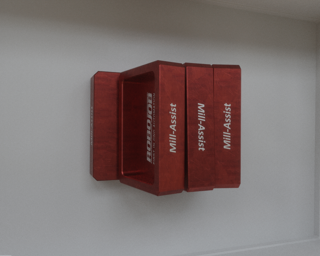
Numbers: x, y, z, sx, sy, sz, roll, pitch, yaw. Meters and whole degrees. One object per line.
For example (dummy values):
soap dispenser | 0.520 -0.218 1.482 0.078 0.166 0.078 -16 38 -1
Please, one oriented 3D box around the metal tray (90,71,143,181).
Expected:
metal tray | -0.040 -0.002 0.390 0.091 0.030 0.129 1 90 -20

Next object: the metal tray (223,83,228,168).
metal tray | 0.045 0.000 0.423 0.091 0.030 0.129 1 90 -20

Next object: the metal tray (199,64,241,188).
metal tray | 0.065 -0.002 0.363 0.030 0.090 0.129 0 90 -6

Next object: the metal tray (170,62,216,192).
metal tray | 0.026 0.000 0.350 0.030 0.090 0.129 0 88 -20

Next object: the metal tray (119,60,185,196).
metal tray | -0.012 0.000 0.335 0.030 0.090 0.129 0 90 -33
